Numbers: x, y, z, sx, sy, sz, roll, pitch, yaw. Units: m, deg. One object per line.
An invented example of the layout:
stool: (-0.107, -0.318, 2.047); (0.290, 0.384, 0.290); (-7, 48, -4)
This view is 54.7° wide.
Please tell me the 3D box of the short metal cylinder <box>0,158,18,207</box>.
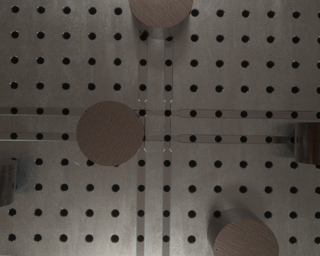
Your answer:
short metal cylinder: (-0.222, 0.066, 0.383); (0.081, 0.080, 0.050); (5, 90, -1)

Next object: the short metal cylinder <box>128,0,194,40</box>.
short metal cylinder: (0.001, -0.161, 0.401); (0.081, 0.050, 0.079); (0, 90, -1)

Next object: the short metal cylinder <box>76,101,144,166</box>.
short metal cylinder: (-0.061, 0.006, 0.400); (0.081, 0.050, 0.079); (0, 90, -1)

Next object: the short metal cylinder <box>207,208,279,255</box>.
short metal cylinder: (0.105, 0.150, 0.402); (0.081, 0.050, 0.079); (0, 90, -1)

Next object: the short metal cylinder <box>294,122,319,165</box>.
short metal cylinder: (0.212, 0.019, 0.389); (0.081, 0.080, 0.050); (1, 90, -1)
